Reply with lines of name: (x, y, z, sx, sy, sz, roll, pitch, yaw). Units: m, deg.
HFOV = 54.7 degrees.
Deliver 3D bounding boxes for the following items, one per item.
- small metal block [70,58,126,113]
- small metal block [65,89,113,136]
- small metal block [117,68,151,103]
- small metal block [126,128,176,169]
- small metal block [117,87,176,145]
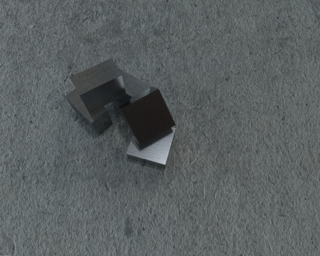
small metal block: (-0.070, -0.048, 0.360, 0.050, 0.050, 0.025, -28, 73, -10)
small metal block: (-0.091, -0.022, 0.403, 0.025, 0.050, 0.050, -43, 76, -14)
small metal block: (-0.039, -0.047, 0.413, 0.050, 0.050, 0.025, 31, 73, 10)
small metal block: (-0.011, 0.020, 0.402, 0.050, 0.025, 0.050, 15, 71, 5)
small metal block: (-0.017, -0.015, 0.375, 0.050, 0.025, 0.050, -30, 110, -11)
